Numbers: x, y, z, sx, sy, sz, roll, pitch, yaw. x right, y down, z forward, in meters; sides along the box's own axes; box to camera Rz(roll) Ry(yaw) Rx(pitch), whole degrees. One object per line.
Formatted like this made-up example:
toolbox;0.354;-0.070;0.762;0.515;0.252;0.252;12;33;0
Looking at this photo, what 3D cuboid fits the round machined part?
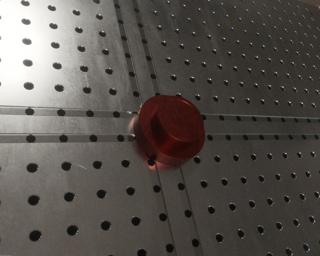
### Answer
round machined part;0.019;-0.004;0.411;0.099;0.042;0.098;14;56;-21
